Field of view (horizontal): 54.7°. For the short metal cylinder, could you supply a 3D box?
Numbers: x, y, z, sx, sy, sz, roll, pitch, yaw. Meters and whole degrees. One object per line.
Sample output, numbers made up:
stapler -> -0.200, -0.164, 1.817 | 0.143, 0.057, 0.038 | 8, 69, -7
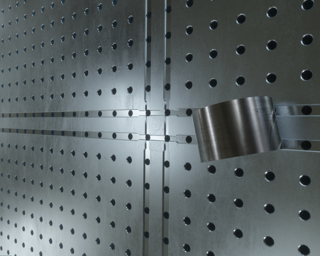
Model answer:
short metal cylinder -> 0.076, 0.003, 0.310 | 0.080, 0.081, 0.050 | -16, 80, 38
